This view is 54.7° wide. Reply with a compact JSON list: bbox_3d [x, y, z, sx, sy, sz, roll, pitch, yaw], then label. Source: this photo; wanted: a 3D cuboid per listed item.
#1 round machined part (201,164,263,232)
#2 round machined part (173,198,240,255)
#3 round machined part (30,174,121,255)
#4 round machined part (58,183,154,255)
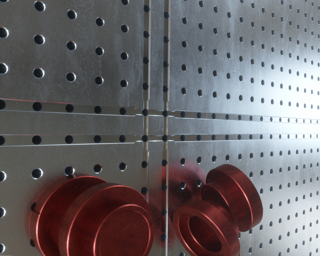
[{"bbox_3d":[0.096,0.105,0.448,0.042,0.098,0.097,-21,104,-24],"label":"round machined part"},{"bbox_3d":[0.067,0.139,0.421,0.042,0.098,0.097,-28,108,-37],"label":"round machined part"},{"bbox_3d":[-0.082,0.100,0.331,0.099,0.042,0.097,0,90,-40],"label":"round machined part"},{"bbox_3d":[-0.045,0.106,0.307,0.099,0.042,0.097,0,90,-40],"label":"round machined part"}]
